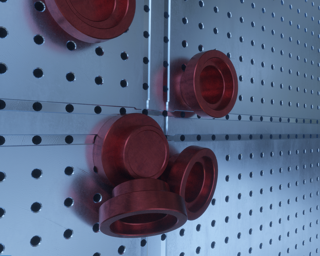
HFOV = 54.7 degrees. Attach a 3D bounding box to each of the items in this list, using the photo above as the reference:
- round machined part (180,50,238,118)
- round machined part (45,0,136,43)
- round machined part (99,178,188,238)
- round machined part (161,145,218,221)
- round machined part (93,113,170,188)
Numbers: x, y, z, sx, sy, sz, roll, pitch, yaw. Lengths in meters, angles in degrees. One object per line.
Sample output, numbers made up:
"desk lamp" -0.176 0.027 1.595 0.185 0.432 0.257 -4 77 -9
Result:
"round machined part" 0.069 -0.063 0.458 0.099 0.042 0.097 0 90 -40
"round machined part" -0.078 -0.141 0.334 0.099 0.042 0.097 0 90 -40
"round machined part" -0.020 0.091 0.357 0.099 0.098 0.042 24 45 -38
"round machined part" 0.037 0.071 0.421 0.099 0.042 0.097 -17 112 -50
"round machined part" -0.027 0.030 0.377 0.099 0.042 0.097 0 90 -40
